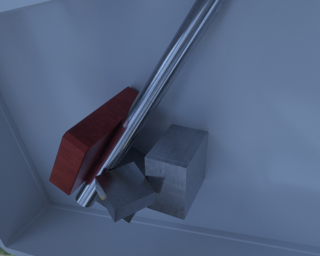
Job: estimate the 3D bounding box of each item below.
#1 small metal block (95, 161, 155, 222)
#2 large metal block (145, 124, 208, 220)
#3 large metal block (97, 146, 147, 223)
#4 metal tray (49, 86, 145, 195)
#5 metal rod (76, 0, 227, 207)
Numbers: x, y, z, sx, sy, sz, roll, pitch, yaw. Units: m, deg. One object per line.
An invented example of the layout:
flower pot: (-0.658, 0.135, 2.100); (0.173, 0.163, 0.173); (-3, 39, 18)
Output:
small metal block: (-0.041, 0.073, 0.360); (0.050, 0.050, 0.025); (49, 146, 34)
large metal block: (0.023, 0.053, 0.392); (0.050, 0.080, 0.079); (13, 124, 21)
large metal block: (-0.050, 0.073, 0.443); (0.080, 0.080, 0.050); (32, 128, 7)
metal tray: (-0.073, 0.012, 0.383); (0.030, 0.131, 0.089); (36, 130, 5)
metal rod: (-0.019, -0.022, 0.343); (0.025, 0.025, 0.298); (36, 112, 4)
